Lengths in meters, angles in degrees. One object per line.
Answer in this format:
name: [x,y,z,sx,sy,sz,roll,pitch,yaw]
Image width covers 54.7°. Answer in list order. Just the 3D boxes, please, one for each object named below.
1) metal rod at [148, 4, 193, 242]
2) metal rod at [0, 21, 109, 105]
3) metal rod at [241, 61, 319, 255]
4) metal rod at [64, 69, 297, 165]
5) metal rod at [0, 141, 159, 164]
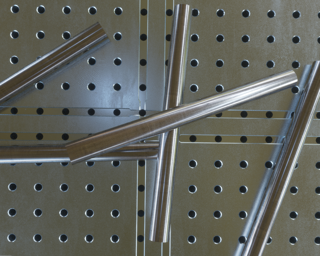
metal rod: [0.015,-0.012,0.393,0.025,0.025,0.298,6,82,-1]
metal rod: [-0.203,-0.051,0.410,0.301,0.025,0.025,-32,90,-1]
metal rod: [0.166,0.054,0.415,0.025,0.025,0.299,21,90,-1]
metal rod: [0.039,-0.019,0.373,0.302,0.025,0.025,-19,90,-17]
metal rod: [-0.133,0.034,0.411,0.302,0.025,0.025,-1,90,-1]
